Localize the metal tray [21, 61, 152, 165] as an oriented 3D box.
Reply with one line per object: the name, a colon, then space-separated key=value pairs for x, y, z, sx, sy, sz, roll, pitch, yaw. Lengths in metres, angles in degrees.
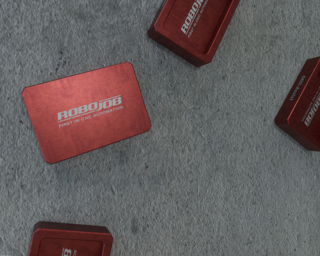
metal tray: x=-0.085 y=-0.020 z=0.375 sx=0.131 sy=0.030 sz=0.090 roll=-19 pitch=97 yaw=-19

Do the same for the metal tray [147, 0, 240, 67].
metal tray: x=0.051 y=-0.161 z=0.424 sx=0.090 sy=0.030 sz=0.130 roll=28 pitch=81 yaw=-18

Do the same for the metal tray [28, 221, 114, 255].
metal tray: x=-0.113 y=0.182 z=0.364 sx=0.091 sy=0.030 sz=0.129 roll=12 pitch=86 yaw=-20

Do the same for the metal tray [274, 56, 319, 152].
metal tray: x=0.252 y=-0.038 z=0.498 sx=0.090 sy=0.030 sz=0.130 roll=35 pitch=79 yaw=-17
